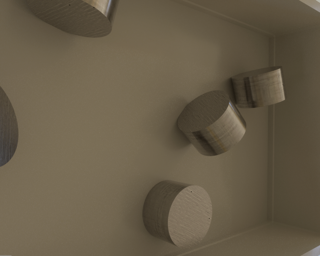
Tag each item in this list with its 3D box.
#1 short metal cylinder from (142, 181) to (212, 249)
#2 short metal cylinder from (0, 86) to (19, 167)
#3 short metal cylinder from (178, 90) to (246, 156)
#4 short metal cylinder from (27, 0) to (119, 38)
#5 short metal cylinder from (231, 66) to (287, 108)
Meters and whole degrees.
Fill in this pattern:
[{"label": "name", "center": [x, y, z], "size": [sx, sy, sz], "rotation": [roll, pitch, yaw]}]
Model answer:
[{"label": "short metal cylinder", "center": [0.024, 0.113, 0.413], "size": [0.081, 0.050, 0.079], "rotation": [0, 90, -40]}, {"label": "short metal cylinder", "center": [-0.156, -0.002, 0.234], "size": [0.080, 0.050, 0.080], "rotation": [-16, 91, -81]}, {"label": "short metal cylinder", "center": [0.072, -0.007, 0.434], "size": [0.050, 0.080, 0.080], "rotation": [50, 60, -29]}, {"label": "short metal cylinder", "center": [-0.081, -0.131, 0.304], "size": [0.080, 0.080, 0.050], "rotation": [20, 78, -39]}, {"label": "short metal cylinder", "center": [0.163, -0.068, 0.510], "size": [0.081, 0.080, 0.050], "rotation": [-24, 106, -38]}]
